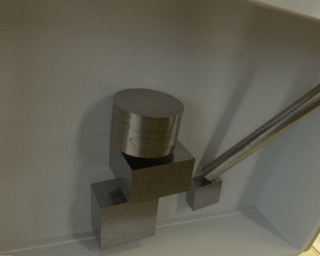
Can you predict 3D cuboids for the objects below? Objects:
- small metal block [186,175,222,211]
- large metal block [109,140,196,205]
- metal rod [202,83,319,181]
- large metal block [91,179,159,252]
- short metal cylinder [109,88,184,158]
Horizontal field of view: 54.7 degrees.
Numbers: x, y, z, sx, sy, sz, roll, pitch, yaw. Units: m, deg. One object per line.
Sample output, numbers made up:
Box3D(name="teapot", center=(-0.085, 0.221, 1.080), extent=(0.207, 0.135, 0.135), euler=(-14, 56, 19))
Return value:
Box3D(name="small metal block", center=(0.073, 0.105, 0.516), extent=(0.050, 0.025, 0.050), euler=(-13, 124, -22))
Box3D(name="large metal block", center=(-0.014, 0.044, 0.394), extent=(0.081, 0.080, 0.050), euler=(-8, 122, -25))
Box3D(name="metal rod", center=(0.170, -0.010, 0.421), extent=(0.025, 0.025, 0.299), euler=(19, 132, -36))
Box3D(name="large metal block", center=(-0.051, 0.117, 0.439), extent=(0.081, 0.050, 0.079), euler=(-9, 122, -24))
Box3D(name="short metal cylinder", center=(-0.016, -0.008, 0.361), extent=(0.081, 0.080, 0.050), euler=(-4, 121, -27))
